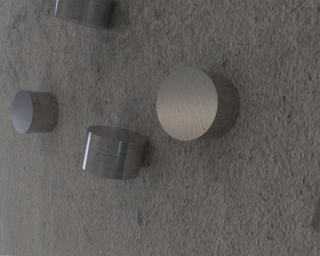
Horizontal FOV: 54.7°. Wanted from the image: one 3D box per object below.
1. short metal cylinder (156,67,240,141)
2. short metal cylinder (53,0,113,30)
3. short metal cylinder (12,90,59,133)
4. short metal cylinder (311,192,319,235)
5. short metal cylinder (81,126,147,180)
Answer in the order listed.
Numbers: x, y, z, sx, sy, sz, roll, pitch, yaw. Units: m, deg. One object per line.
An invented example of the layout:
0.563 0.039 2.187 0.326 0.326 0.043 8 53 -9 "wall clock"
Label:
0.043 -0.026 0.353 0.080 0.050 0.080 0 90 40 "short metal cylinder"
-0.114 -0.182 0.463 0.080 0.081 0.050 22 104 38 "short metal cylinder"
-0.236 -0.030 0.584 0.080 0.050 0.080 0 90 40 "short metal cylinder"
0.164 0.063 0.234 0.080 0.081 0.050 19 102 38 "short metal cylinder"
-0.062 0.031 0.421 0.080 0.081 0.050 20 103 38 "short metal cylinder"
